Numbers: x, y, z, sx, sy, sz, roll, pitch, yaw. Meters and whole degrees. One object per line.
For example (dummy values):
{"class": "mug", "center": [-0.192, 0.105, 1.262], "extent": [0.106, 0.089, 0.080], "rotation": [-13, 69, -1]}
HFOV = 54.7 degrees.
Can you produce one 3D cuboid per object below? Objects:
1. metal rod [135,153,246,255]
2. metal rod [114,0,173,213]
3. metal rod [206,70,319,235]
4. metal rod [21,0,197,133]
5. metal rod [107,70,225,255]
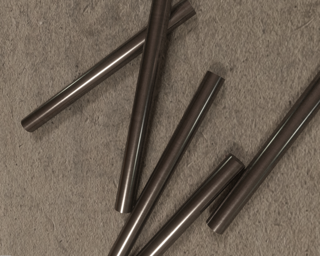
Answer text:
{"class": "metal rod", "center": [0.001, 0.151, 0.407], "extent": [0.025, 0.025, 0.299], "rotation": [43, 103, 14]}
{"class": "metal rod", "center": [-0.021, -0.032, 0.399], "extent": [0.025, 0.025, 0.298], "rotation": [15, 101, 19]}
{"class": "metal rod", "center": [0.149, 0.001, 0.356], "extent": [0.025, 0.025, 0.299], "rotation": [37, 101, 16]}
{"class": "metal rod", "center": [-0.082, -0.080, 0.436], "extent": [0.300, 0.025, 0.025], "rotation": [-32, 80, 16]}
{"class": "metal rod", "center": [0.001, 0.065, 0.407], "extent": [0.025, 0.025, 0.298], "rotation": [31, 100, 17]}
